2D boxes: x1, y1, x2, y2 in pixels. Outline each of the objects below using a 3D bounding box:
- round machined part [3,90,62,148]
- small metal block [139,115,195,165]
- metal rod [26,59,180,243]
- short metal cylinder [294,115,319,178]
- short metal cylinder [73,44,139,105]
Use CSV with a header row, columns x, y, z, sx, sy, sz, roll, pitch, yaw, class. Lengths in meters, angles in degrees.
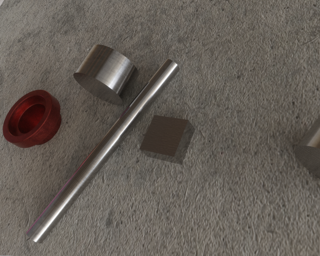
x,y,z,sx,sy,sz,roll,pitch,yaw,class
-0.202,-0.011,0.506,0.098,0.042,0.098,-13,56,21,round machined part
0.010,0.014,0.390,0.050,0.025,0.050,10,66,32,small metal block
-0.072,0.025,0.426,0.025,0.025,0.300,31,78,38,metal rod
0.168,0.021,0.268,0.080,0.080,0.050,33,81,38,short metal cylinder
-0.079,-0.077,0.457,0.080,0.080,0.050,17,71,34,short metal cylinder
